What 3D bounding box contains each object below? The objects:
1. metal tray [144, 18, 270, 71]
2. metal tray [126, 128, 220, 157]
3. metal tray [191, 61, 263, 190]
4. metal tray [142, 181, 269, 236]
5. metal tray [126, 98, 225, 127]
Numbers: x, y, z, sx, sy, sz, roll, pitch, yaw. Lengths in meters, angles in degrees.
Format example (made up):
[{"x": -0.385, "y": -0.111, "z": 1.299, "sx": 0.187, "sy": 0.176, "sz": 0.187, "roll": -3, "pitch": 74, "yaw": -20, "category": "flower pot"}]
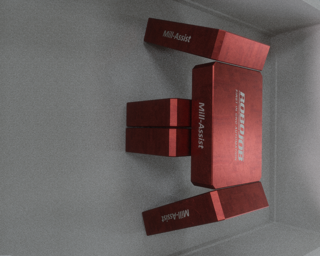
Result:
[{"x": 0.053, "y": -0.104, "z": 0.379, "sx": 0.091, "sy": 0.130, "sz": 0.030, "roll": 1, "pitch": 110, "yaw": -40, "category": "metal tray"}, {"x": 0.034, "y": 0.016, "z": 0.392, "sx": 0.131, "sy": 0.090, "sz": 0.030, "roll": 1, "pitch": 90, "yaw": -40, "category": "metal tray"}, {"x": 0.077, "y": -0.002, "z": 0.348, "sx": 0.091, "sy": 0.030, "sz": 0.129, "roll": 1, "pitch": 89, "yaw": -41, "category": "metal tray"}, {"x": 0.051, "y": 0.099, "z": 0.378, "sx": 0.091, "sy": 0.130, "sz": 0.030, "roll": 1, "pitch": 68, "yaw": -41, "category": "metal tray"}, {"x": 0.035, "y": -0.016, "z": 0.392, "sx": 0.131, "sy": 0.090, "sz": 0.030, "roll": 1, "pitch": 90, "yaw": -40, "category": "metal tray"}]
